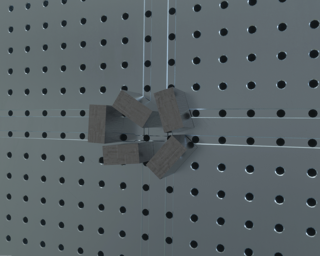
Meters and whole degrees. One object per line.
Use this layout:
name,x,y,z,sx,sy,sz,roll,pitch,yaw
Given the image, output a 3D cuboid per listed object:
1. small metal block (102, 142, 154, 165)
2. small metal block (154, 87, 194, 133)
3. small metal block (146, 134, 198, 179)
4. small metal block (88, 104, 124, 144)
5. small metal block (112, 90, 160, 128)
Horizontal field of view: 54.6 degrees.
small metal block,-0.041,0.033,0.414,0.050,0.050,0.025,-5,88,20
small metal block,0.019,-0.021,0.392,0.025,0.050,0.050,-17,84,19
small metal block,0.016,0.035,0.393,0.025,0.050,0.050,44,104,15
small metal block,-0.073,-0.006,0.426,0.025,0.050,0.050,4,92,20
small metal block,-0.026,-0.025,0.409,0.050,0.050,0.025,35,102,16
